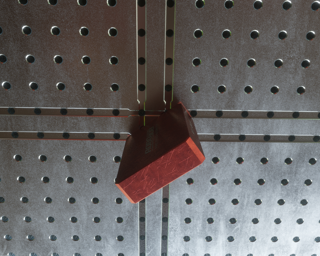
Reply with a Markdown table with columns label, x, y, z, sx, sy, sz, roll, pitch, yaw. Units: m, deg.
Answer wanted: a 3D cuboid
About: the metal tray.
| label | x | y | z | sx | sy | sz | roll | pitch | yaw |
| --- | --- | --- | --- | --- | --- | --- | --- | --- | --- |
| metal tray | -0.001 | 0.023 | 0.366 | 0.090 | 0.130 | 0.030 | -33 | 107 | 11 |
